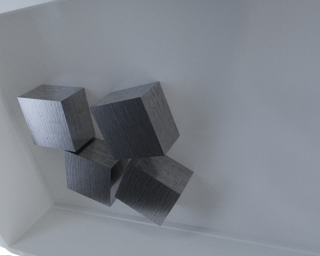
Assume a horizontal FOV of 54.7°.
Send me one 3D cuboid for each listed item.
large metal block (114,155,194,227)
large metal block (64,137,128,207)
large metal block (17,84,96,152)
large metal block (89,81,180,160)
[{"bbox_3d":[-0.010,0.082,0.449,0.080,0.050,0.079,31,128,8],"label":"large metal block"},{"bbox_3d":[-0.098,0.065,0.485,0.080,0.050,0.079,19,126,17],"label":"large metal block"},{"bbox_3d":[-0.152,-0.016,0.463,0.080,0.050,0.079,7,122,24],"label":"large metal block"},{"bbox_3d":[-0.031,-0.008,0.404,0.080,0.050,0.080,-8,114,32],"label":"large metal block"}]
